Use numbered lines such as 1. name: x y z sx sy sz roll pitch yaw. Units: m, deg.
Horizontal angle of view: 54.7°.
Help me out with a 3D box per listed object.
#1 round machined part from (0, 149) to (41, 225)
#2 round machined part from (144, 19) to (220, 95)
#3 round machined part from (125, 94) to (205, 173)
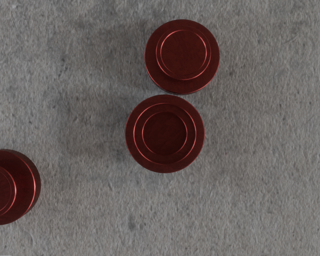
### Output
1. round machined part: -0.211 0.077 0.399 0.099 0.042 0.097 0 90 -1
2. round machined part: 0.029 -0.093 0.402 0.099 0.042 0.097 0 90 -1
3. round machined part: 0.006 0.007 0.402 0.099 0.042 0.097 0 90 -1
